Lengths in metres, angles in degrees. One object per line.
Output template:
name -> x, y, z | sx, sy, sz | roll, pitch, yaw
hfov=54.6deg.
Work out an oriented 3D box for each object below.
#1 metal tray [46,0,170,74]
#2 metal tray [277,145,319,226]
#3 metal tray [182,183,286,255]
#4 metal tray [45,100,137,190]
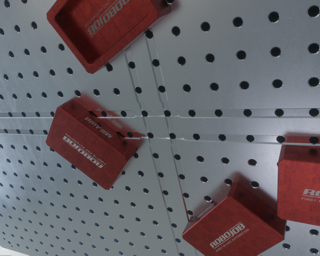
metal tray -> -0.064, -0.133, 0.359 | 0.130, 0.030, 0.090 | -28, 103, 37
metal tray -> 0.202, 0.070, 0.345 | 0.130, 0.030, 0.090 | 4, 121, 26
metal tray -> 0.102, 0.146, 0.445 | 0.090, 0.030, 0.129 | 37, 129, 3
metal tray -> -0.110, 0.028, 0.484 | 0.130, 0.030, 0.089 | 37, 129, 3
